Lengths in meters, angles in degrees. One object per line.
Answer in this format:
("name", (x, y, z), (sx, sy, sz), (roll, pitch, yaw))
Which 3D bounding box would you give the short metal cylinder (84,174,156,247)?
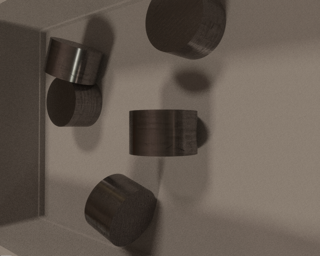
("short metal cylinder", (-0.052, 0.108, 0.411), (0.050, 0.081, 0.079), (23, 104, 37))

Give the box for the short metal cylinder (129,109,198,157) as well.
("short metal cylinder", (0.004, 0.005, 0.366), (0.080, 0.081, 0.050), (0, 90, 39))

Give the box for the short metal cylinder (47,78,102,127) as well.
("short metal cylinder", (-0.139, -0.042, 0.503), (0.080, 0.050, 0.079), (0, 90, 39))

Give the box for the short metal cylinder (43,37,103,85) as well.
("short metal cylinder", (-0.133, -0.103, 0.478), (0.080, 0.081, 0.050), (30, 109, 36))

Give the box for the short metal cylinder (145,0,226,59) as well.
("short metal cylinder", (0.030, -0.125, 0.365), (0.080, 0.050, 0.079), (0, 90, 39))
